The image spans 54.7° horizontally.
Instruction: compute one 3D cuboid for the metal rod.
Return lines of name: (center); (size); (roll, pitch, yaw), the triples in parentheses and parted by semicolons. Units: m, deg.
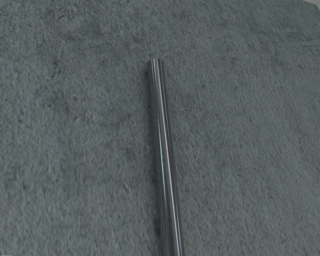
metal rod: (0.005, 0.036, 0.385); (0.025, 0.025, 0.299); (9, 58, -24)
